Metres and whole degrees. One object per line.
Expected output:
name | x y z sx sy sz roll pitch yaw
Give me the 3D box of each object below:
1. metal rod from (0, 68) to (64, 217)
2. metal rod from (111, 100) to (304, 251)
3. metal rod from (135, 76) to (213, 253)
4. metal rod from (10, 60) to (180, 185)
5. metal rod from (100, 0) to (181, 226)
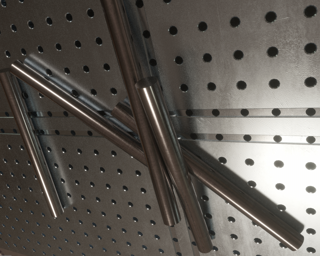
metal rod | -0.223 0.040 0.550 0.025 0.025 0.298 7 122 24
metal rod | 0.061 0.062 0.416 0.300 0.025 0.025 37 129 3
metal rod | 0.029 0.069 0.407 0.025 0.025 0.299 0 128 28
metal rod | -0.091 -0.008 0.452 0.301 0.025 0.025 34 129 5
metal rod | -0.020 -0.012 0.386 0.025 0.025 0.298 -6 108 30
